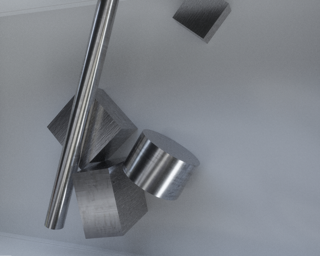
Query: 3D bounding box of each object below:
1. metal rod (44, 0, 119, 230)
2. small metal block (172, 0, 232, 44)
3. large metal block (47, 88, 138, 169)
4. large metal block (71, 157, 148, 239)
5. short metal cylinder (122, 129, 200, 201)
[{"bbox_3d":[-0.100,-0.017,0.391,0.025,0.025,0.298,16,95,19],"label":"metal rod"},{"bbox_3d":[0.053,-0.144,0.391,0.050,0.025,0.050,40,102,15],"label":"small metal block"},{"bbox_3d":[-0.093,0.000,0.429,0.080,0.050,0.080,-46,76,14],"label":"large metal block"},{"bbox_3d":[-0.061,0.085,0.398,0.050,0.080,0.080,-11,92,19],"label":"large metal block"},{"bbox_3d":[0.002,0.044,0.380,0.080,0.080,0.050,34,101,16],"label":"short metal cylinder"}]
